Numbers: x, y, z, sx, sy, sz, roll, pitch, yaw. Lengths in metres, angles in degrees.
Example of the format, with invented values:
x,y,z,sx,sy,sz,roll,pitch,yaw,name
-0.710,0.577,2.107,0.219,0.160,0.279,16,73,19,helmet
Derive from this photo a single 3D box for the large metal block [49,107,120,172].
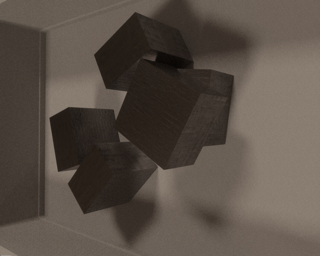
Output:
x,y,z,sx,sy,sz,roll,pitch,yaw,name
-0.107,0.016,0.457,0.050,0.081,0.080,-21,77,38,large metal block

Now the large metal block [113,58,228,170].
x,y,z,sx,sy,sz,roll,pitch,yaw,name
0.008,-0.015,0.317,0.080,0.050,0.079,37,112,33,large metal block

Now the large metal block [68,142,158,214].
x,y,z,sx,sy,sz,roll,pitch,yaw,name
-0.064,0.065,0.421,0.050,0.081,0.080,52,120,27,large metal block

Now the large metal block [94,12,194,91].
x,y,z,sx,sy,sz,roll,pitch,yaw,name
-0.020,-0.087,0.386,0.080,0.081,0.050,-34,69,34,large metal block

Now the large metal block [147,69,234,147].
x,y,z,sx,sy,sz,roll,pitch,yaw,name
0.033,-0.026,0.362,0.080,0.050,0.079,10,97,39,large metal block
